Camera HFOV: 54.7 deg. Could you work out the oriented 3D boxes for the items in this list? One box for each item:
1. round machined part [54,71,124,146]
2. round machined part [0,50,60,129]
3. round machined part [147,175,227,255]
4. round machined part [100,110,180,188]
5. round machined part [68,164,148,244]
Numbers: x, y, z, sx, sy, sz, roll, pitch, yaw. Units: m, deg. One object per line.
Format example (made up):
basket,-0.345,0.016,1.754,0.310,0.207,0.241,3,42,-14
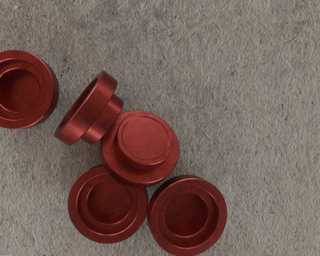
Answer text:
round machined part,-0.081,-0.018,0.376,0.042,0.098,0.098,38,90,-20
round machined part,-0.179,-0.047,0.400,0.099,0.042,0.097,0,90,0
round machined part,0.031,0.107,0.394,0.099,0.042,0.097,-1,95,-14
round machined part,-0.022,0.020,0.379,0.099,0.042,0.098,8,61,-15
round machined part,-0.064,0.094,0.401,0.099,0.042,0.097,0,90,0
